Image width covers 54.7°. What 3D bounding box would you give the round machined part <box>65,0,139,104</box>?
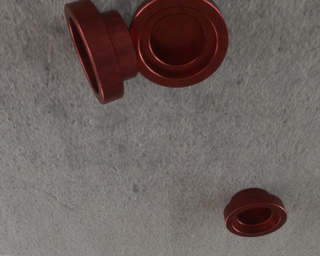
[{"bbox_3d":[-0.054,-0.075,0.301,0.042,0.098,0.097,-22,132,-15],"label":"round machined part"}]

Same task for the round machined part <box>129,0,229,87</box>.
[{"bbox_3d":[0.017,-0.093,0.317,0.099,0.042,0.097,-1,130,0],"label":"round machined part"}]

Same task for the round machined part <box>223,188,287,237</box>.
[{"bbox_3d":[0.155,0.137,0.515,0.099,0.042,0.097,-1,130,0],"label":"round machined part"}]
